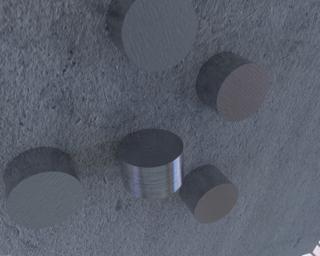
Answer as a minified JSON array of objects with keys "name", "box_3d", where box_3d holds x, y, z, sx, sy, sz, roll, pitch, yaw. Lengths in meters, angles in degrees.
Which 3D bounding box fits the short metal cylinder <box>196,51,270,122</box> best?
[{"name":"short metal cylinder","box_3d":[0.095,-0.055,0.408,0.081,0.050,0.079,-14,124,-21]}]

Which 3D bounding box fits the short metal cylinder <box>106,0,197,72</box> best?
[{"name":"short metal cylinder","box_3d":[-0.009,-0.105,0.320,0.081,0.050,0.079,-14,124,-21]}]

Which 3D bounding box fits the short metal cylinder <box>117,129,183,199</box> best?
[{"name":"short metal cylinder","box_3d":[-0.010,0.043,0.392,0.081,0.080,0.050,-16,125,-19]}]

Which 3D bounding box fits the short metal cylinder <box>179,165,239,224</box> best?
[{"name":"short metal cylinder","box_3d":[0.078,0.106,0.499,0.081,0.050,0.079,-14,124,-21]}]

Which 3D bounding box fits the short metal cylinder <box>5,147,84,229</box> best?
[{"name":"short metal cylinder","box_3d":[-0.135,0.069,0.359,0.081,0.050,0.079,-14,124,-21]}]
